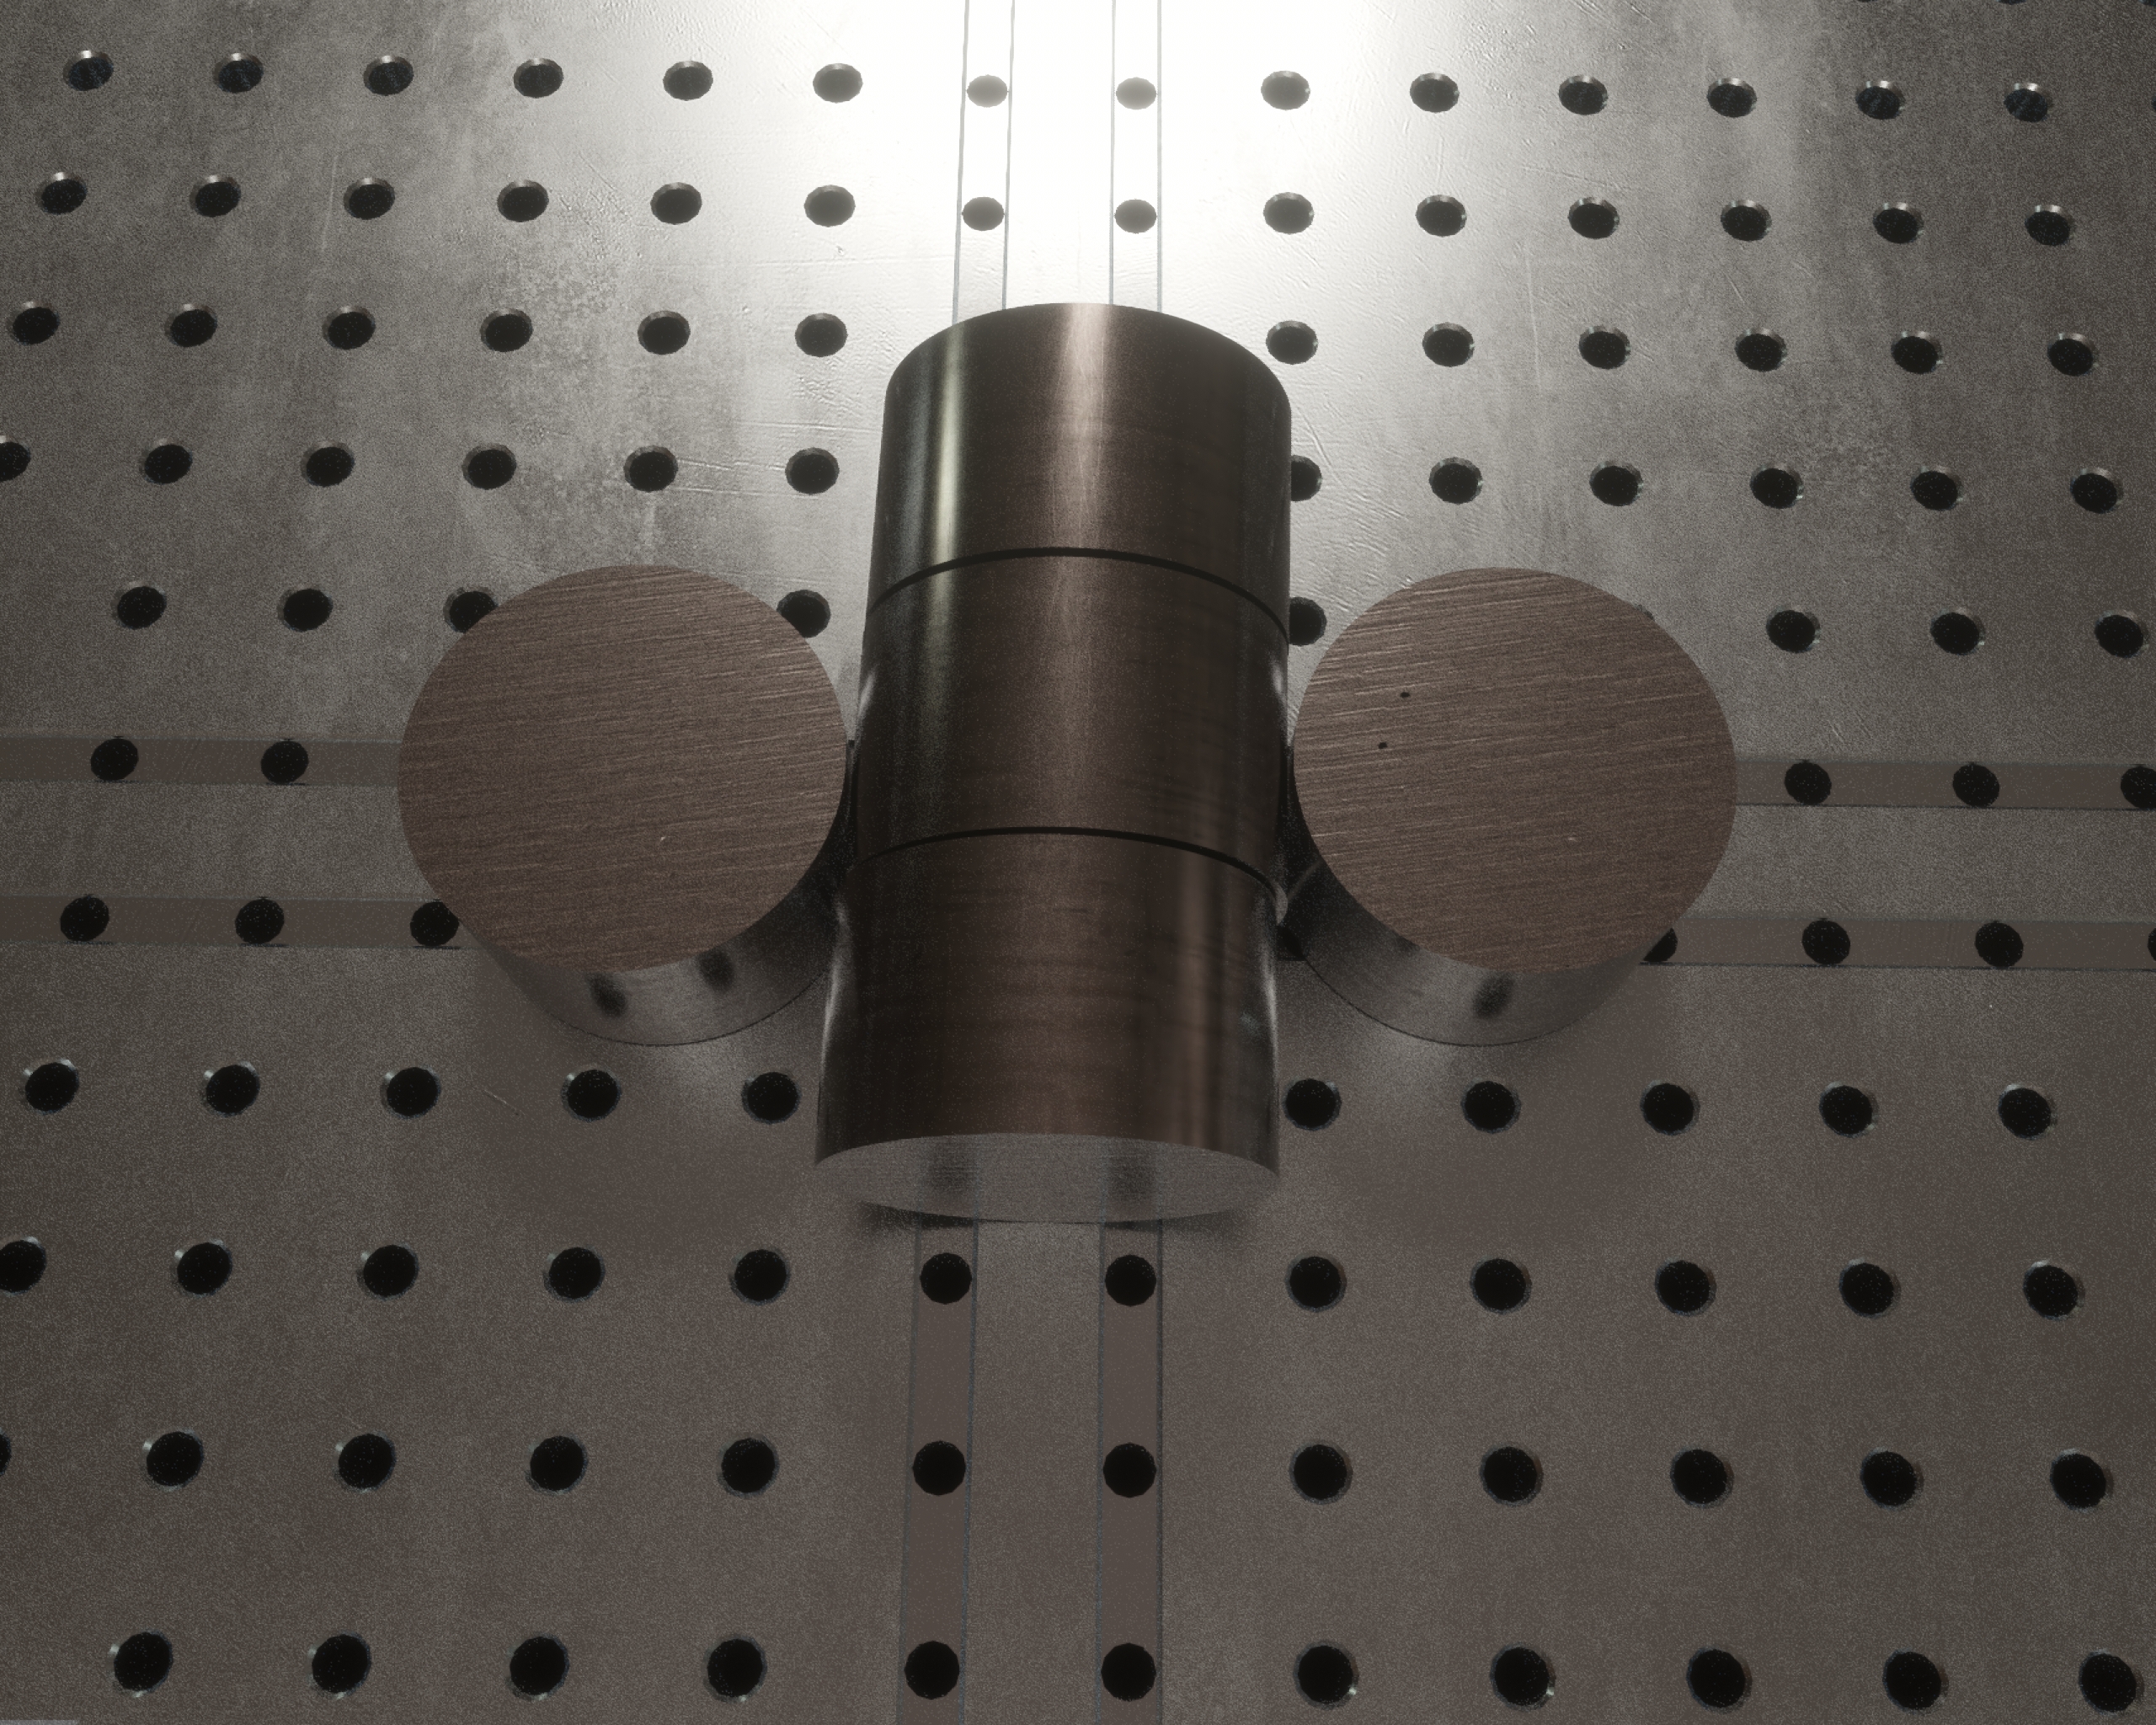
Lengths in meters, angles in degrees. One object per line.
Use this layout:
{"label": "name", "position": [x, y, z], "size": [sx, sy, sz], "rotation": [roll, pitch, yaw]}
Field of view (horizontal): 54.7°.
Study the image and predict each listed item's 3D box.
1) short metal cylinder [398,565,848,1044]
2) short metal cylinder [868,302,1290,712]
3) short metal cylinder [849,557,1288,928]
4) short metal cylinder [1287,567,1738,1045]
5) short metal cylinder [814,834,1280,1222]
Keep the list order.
{"label": "short metal cylinder", "position": [-0.082, -0.010, 0.400], "size": [0.081, 0.050, 0.080], "rotation": [0, 70, 0]}
{"label": "short metal cylinder", "position": [0.001, -0.064, 0.405], "size": [0.081, 0.080, 0.050], "rotation": [2, 70, 0]}
{"label": "short metal cylinder", "position": [-0.001, -0.016, 0.388], "size": [0.081, 0.080, 0.050], "rotation": [2, 70, 0]}
{"label": "short metal cylinder", "position": [0.079, -0.010, 0.402], "size": [0.081, 0.050, 0.080], "rotation": [0, 70, 0]}
{"label": "short metal cylinder", "position": [-0.005, 0.032, 0.370], "size": [0.081, 0.080, 0.050], "rotation": [1, 70, 0]}
